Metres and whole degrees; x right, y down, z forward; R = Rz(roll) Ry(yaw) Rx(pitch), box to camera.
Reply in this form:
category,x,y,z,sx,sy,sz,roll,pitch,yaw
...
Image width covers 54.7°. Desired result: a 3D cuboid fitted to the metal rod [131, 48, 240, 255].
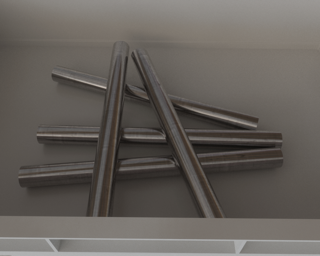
category,x,y,z,sx,sy,sz,roll,pitch,yaw
metal rod,0.015,0.000,0.370,0.025,0.025,0.299,-14,51,-12

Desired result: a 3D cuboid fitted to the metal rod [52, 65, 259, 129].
category,x,y,z,sx,sy,sz,roll,pitch,yaw
metal rod,-0.015,-0.043,0.438,0.301,0.025,0.025,16,52,12

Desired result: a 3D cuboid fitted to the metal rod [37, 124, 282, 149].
category,x,y,z,sx,sy,sz,roll,pitch,yaw
metal rod,-0.001,0.012,0.392,0.302,0.025,0.025,2,50,1

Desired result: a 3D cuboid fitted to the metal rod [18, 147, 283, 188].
category,x,y,z,sx,sy,sz,roll,pitch,yaw
metal rod,-0.007,0.046,0.365,0.302,0.025,0.025,-4,50,-4

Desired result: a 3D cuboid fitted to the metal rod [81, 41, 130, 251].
category,x,y,z,sx,sy,sz,roll,pitch,yaw
metal rod,-0.059,-0.008,0.376,0.025,0.025,0.300,0,50,0
